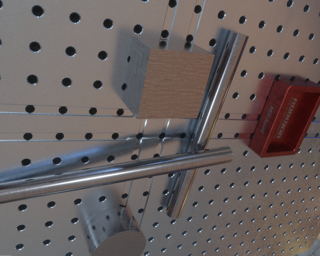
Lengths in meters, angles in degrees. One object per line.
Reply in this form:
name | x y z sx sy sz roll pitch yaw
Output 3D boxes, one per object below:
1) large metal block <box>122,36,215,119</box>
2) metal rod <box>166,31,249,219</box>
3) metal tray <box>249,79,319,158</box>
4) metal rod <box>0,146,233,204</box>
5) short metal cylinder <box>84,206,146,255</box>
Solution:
large metal block | 0.008 -0.058 0.365 0.081 0.050 0.079 -2 119 -28
metal rod | 0.061 0.011 0.453 0.025 0.025 0.298 2 117 -30
metal tray | 0.212 -0.014 0.517 0.091 0.030 0.129 -2 119 -28
metal rod | -0.043 0.057 0.405 0.303 0.025 0.025 -7 122 -18
short metal cylinder | -0.068 0.165 0.462 0.081 0.050 0.079 -14 125 -21
